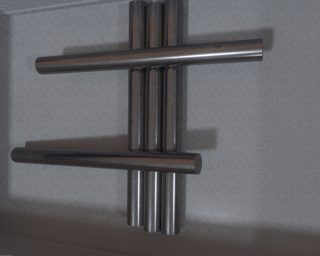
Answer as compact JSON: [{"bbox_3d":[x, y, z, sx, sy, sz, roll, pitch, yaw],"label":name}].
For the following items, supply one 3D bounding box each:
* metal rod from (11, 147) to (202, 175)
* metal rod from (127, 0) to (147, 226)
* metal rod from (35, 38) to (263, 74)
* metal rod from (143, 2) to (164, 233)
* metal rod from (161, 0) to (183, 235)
[{"bbox_3d":[-0.090,0.042,0.422,0.300,0.025,0.025,0,90,27],"label":"metal rod"},{"bbox_3d":[-0.031,-0.019,0.421,0.025,0.025,0.298,1,90,20],"label":"metal rod"},{"bbox_3d":[-0.028,-0.088,0.392,0.301,0.025,0.025,0,90,20],"label":"metal rod"},{"bbox_3d":[-0.008,-0.014,0.412,0.025,0.025,0.298,1,90,20],"label":"metal rod"},{"bbox_3d":[0.016,-0.014,0.403,0.025,0.025,0.298,1,90,20],"label":"metal rod"}]
